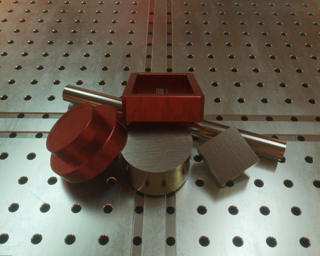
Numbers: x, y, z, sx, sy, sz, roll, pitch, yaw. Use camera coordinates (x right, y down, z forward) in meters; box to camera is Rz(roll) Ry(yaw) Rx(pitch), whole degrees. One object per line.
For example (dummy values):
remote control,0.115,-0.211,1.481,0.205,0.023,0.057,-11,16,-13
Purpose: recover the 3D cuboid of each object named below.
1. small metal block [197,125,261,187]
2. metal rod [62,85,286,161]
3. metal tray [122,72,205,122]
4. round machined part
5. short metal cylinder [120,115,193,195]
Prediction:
small metal block,0.079,0.033,0.361,0.050,0.025,0.050,-32,72,-5
metal rod,0.009,-0.011,0.412,0.301,0.025,0.025,15,52,12
metal tray,0.003,-0.044,0.398,0.091,0.030,0.130,0,21,-1
round machined part,-0.089,0.010,0.352,0.098,0.042,0.098,-24,40,22
short metal cylinder,-0.004,0.031,0.361,0.081,0.050,0.080,0,50,0
